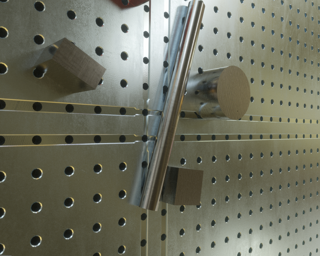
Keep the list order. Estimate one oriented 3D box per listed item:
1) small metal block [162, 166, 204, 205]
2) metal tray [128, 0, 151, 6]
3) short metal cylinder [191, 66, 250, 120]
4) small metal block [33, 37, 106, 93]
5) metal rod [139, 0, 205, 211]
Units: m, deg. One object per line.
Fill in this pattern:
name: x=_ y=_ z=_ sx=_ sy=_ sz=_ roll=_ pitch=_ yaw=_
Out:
small metal block: x=0.033 y=0.082 z=0.440 sx=0.050 sy=0.025 sz=0.050 roll=12 pitch=82 yaw=-40
metal tray: x=-0.050 y=-0.222 z=0.365 sx=0.131 sy=0.030 sz=0.090 roll=30 pitch=71 yaw=-36
short metal cylinder: x=0.094 y=-0.052 z=0.474 sx=0.081 sy=0.050 sz=0.079 roll=0 pitch=90 yaw=-40
small metal block: x=-0.092 y=-0.061 z=0.316 sx=0.050 sy=0.050 sz=0.025 roll=36 pitch=68 yaw=-35
metal rod: x=0.019 y=-0.038 z=0.427 sx=0.025 sy=0.025 sz=0.299 roll=23 pitch=76 yaw=-38
